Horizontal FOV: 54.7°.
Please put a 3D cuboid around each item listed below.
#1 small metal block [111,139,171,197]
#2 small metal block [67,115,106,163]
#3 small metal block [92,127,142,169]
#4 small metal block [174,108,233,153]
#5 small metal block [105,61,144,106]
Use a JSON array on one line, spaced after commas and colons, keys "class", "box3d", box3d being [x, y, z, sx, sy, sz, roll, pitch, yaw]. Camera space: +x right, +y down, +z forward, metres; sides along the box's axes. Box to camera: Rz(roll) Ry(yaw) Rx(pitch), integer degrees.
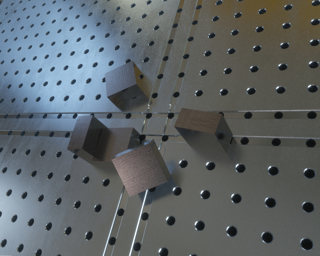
[{"class": "small metal block", "box3d": [-0.022, 0.047, 0.372, 0.050, 0.025, 0.050, -24, 95, 13]}, {"class": "small metal block", "box3d": [-0.096, 0.017, 0.430, 0.025, 0.050, 0.050, -3, 60, 27]}, {"class": "small metal block", "box3d": [-0.058, 0.027, 0.420, 0.050, 0.025, 0.050, -1, 61, 27]}, {"class": "small metal block", "box3d": [0.052, 0.003, 0.362, 0.050, 0.050, 0.025, 11, 68, 32]}, {"class": "small metal block", "box3d": [-0.055, -0.069, 0.478, 0.050, 0.025, 0.050, -22, 54, 14]}]
